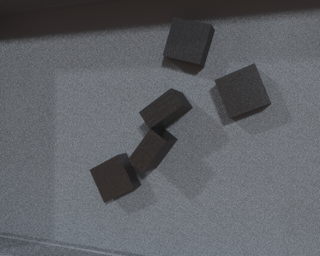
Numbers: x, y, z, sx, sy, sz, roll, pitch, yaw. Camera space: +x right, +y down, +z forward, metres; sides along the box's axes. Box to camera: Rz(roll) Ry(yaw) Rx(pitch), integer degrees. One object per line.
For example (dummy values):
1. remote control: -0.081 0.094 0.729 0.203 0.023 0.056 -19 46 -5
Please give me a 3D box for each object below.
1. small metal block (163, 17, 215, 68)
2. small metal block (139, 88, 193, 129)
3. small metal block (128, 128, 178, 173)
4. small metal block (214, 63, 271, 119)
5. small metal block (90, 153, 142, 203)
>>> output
1. small metal block: 0.037 -0.109 0.397 0.050 0.025 0.050 18 96 18
2. small metal block: 0.009 -0.023 0.393 0.050 0.050 0.025 -36 79 16
3. small metal block: -0.008 0.028 0.399 0.025 0.050 0.050 39 102 15
4. small metal block: 0.100 -0.043 0.375 0.050 0.025 0.050 -22 83 18
5. small metal block: -0.062 0.069 0.431 0.050 0.025 0.050 -29 81 17
